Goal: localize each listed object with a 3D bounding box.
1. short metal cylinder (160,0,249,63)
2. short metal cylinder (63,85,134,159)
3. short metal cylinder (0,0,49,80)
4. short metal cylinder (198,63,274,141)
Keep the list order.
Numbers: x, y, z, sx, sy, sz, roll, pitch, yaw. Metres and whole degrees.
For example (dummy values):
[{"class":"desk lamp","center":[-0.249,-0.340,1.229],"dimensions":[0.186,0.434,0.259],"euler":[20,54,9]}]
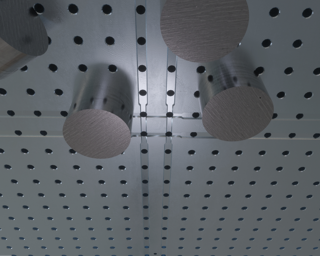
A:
[{"class":"short metal cylinder","center":[0.040,-0.111,0.301],"dimensions":[0.081,0.050,0.079],"euler":[0,130,0]},{"class":"short metal cylinder","center":[-0.075,-0.007,0.388],"dimensions":[0.081,0.050,0.079],"euler":[0,130,0]},{"class":"short metal cylinder","center":[-0.156,-0.093,0.295],"dimensions":[0.050,0.080,0.080],"euler":[-25,126,20]},{"class":"short metal cylinder","center":[0.088,-0.030,0.370],"dimensions":[0.081,0.050,0.079],"euler":[0,130,0]}]
